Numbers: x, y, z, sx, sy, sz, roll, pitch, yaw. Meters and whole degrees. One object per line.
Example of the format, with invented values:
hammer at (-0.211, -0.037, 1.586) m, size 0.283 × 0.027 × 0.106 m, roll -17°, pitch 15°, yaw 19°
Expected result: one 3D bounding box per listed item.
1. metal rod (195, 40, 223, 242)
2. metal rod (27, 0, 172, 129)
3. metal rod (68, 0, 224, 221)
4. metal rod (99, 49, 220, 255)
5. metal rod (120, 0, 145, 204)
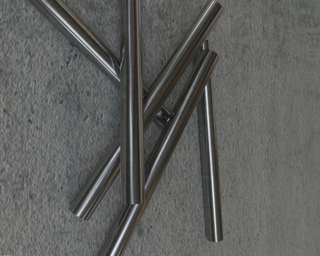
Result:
metal rod at (0.073, 0.021, 0.465) m, size 0.025 × 0.025 × 0.298 m, roll -7°, pitch 95°, yaw -40°
metal rod at (-0.073, -0.088, 0.342) m, size 0.300 × 0.025 × 0.025 m, roll 44°, pitch 64°, yaw -31°
metal rod at (-0.009, -0.031, 0.364) m, size 0.025 × 0.025 × 0.300 m, roll 41°, pitch 75°, yaw -33°
metal rod at (0.000, 0.034, 0.379) m, size 0.025 × 0.025 × 0.299 m, roll 35°, pitch 76°, yaw -35°
metal rod at (-0.032, -0.069, 0.344) m, size 0.025 × 0.025 × 0.299 m, roll 8°, pitch 75°, yaw -40°
